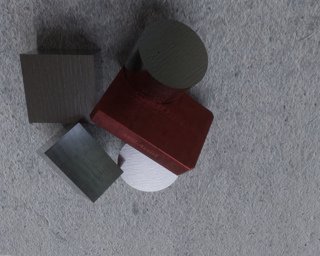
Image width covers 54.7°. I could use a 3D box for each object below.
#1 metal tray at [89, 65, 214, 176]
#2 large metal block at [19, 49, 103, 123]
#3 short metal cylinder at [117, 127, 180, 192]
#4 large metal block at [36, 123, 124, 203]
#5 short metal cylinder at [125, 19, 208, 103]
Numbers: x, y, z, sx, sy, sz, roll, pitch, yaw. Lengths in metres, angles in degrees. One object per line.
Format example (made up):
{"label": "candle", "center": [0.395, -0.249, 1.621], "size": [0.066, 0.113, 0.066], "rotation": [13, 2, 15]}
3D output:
{"label": "metal tray", "center": [-0.005, -0.014, 0.372], "size": [0.130, 0.090, 0.030], "rotation": [34, 146, -12]}
{"label": "large metal block", "center": [-0.114, -0.052, 0.375], "size": [0.081, 0.050, 0.079], "rotation": [1, 110, -1]}
{"label": "short metal cylinder", "center": [-0.013, 0.037, 0.412], "size": [0.081, 0.050, 0.079], "rotation": [0, 110, 0]}
{"label": "large metal block", "center": [-0.103, 0.042, 0.389], "size": [0.050, 0.080, 0.080], "rotation": [-46, 108, -22]}
{"label": "short metal cylinder", "center": [0.006, -0.073, 0.350], "size": [0.081, 0.050, 0.080], "rotation": [6, 74, -22]}
